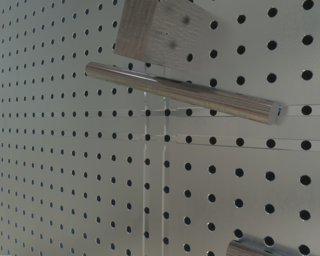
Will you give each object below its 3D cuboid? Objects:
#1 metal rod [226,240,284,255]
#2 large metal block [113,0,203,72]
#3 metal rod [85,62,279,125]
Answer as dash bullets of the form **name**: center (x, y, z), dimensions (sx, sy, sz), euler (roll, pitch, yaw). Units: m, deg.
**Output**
- **metal rod**: center (0.195, 0.147, 0.248), dimensions (0.300, 0.025, 0.025), euler (6, 94, 39)
- **large metal block**: center (-0.001, -0.117, 0.373), dimensions (0.050, 0.081, 0.079), euler (24, 105, 37)
- **metal rod**: center (0.003, -0.054, 0.404), dimensions (0.300, 0.025, 0.025), euler (19, 102, 38)
